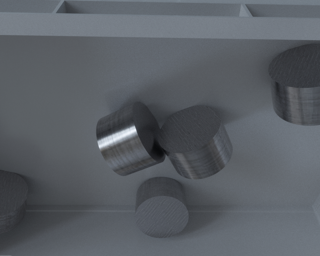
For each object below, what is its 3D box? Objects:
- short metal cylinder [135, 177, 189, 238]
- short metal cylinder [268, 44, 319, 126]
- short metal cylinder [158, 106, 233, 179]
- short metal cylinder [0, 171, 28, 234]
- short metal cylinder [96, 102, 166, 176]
[{"bbox_3d":[0.002,0.124,0.485,0.081,0.050,0.079,-1,114,-2],"label":"short metal cylinder"},{"bbox_3d":[0.162,-0.048,0.335,0.080,0.080,0.050,-15,129,12],"label":"short metal cylinder"},{"bbox_3d":[0.045,0.017,0.388,0.080,0.080,0.050,-19,128,15],"label":"short metal cylinder"},{"bbox_3d":[-0.243,0.111,0.464,0.081,0.080,0.050,14,129,-12],"label":"short metal cylinder"},{"bbox_3d":[-0.034,0.014,0.384,0.050,0.080,0.080,-23,127,18],"label":"short metal cylinder"}]
